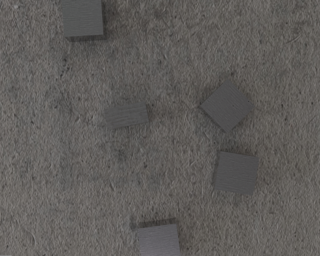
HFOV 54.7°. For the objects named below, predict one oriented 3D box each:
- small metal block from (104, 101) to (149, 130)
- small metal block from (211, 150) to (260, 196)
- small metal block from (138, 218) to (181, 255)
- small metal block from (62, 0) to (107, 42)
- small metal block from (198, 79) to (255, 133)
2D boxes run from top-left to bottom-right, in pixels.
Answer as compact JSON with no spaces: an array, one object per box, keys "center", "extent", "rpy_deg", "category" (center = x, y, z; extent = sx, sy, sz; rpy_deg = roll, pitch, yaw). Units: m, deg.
[{"center":[-0.040,-0.015,0.397],"extent":[0.050,0.050,0.025],"rpy_deg":[-12,90,0],"category":"small metal block"},{"center":[0.099,0.058,0.411],"extent":[0.050,0.025,0.050],"rpy_deg":[10,90,0],"category":"small metal block"},{"center":[-0.001,0.151,0.410],"extent":[0.050,0.025,0.050],"rpy_deg":[-8,90,0],"category":"small metal block"},{"center":[-0.099,-0.143,0.409],"extent":[0.050,0.025,0.050],"rpy_deg":[-4,90,0],"category":"small metal block"},{"center":[0.087,-0.028,0.410],"extent":[0.050,0.025,0.050],"rpy_deg":[-44,90,0],"category":"small metal block"}]
